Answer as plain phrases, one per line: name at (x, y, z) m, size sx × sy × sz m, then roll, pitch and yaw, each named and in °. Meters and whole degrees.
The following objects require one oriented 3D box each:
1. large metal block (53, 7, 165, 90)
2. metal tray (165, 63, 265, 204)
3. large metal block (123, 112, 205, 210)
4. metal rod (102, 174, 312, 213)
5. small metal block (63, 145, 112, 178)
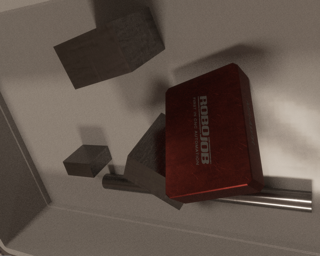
large metal block at (-0.053, -0.089, 0.345) m, size 0.080 × 0.080 × 0.050 m, roll -10°, pitch 113°, yaw 32°
metal tray at (0.051, 0.006, 0.321) m, size 0.090 × 0.130 × 0.030 m, roll -18°, pitch 148°, yaw 32°
large metal block at (0.013, 0.040, 0.384) m, size 0.080 × 0.080 × 0.050 m, roll 29°, pitch 142°, yaw 9°
metal rod at (0.047, 0.087, 0.436) m, size 0.300 × 0.025 × 0.025 m, roll 0°, pitch 119°, yaw 27°
small metal block at (-0.112, 0.050, 0.480) m, size 0.050 × 0.050 × 0.025 m, roll 1°, pitch 119°, yaw 27°
